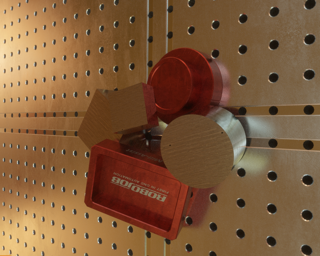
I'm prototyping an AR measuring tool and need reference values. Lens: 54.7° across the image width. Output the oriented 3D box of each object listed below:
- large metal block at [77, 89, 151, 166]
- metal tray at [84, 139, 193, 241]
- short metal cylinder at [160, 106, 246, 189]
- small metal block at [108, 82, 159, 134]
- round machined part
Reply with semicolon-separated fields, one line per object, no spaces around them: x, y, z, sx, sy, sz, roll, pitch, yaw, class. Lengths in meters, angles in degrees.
-0.065;0.000;0.447;0.080;0.050;0.080;43;116;31;large metal block
-0.028;0.075;0.392;0.130;0.030;0.089;17;109;16;metal tray
0.048;0.019;0.339;0.080;0.050;0.079;8;108;27;short metal cylinder
-0.033;-0.022;0.376;0.050;0.025;0.050;-14;78;28;small metal block
0.022;-0.050;0.380;0.098;0.042;0.097;0;90;40;round machined part
